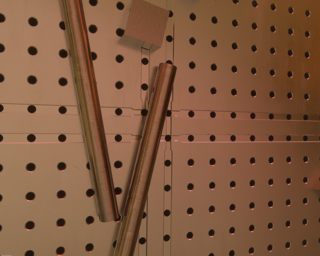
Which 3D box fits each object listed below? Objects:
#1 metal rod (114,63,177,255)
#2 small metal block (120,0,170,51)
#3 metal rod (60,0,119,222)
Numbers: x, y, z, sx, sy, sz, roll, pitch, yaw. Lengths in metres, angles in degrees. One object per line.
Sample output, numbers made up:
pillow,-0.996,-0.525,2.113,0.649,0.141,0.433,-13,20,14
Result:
metal rod,-0.023,0.062,0.404,0.025,0.025,0.299,15,85,-20
small metal block,-0.020,-0.134,0.405,0.050,0.025,0.050,15,85,-20
metal rod,-0.087,-0.033,0.380,0.025,0.025,0.298,-10,94,-20
